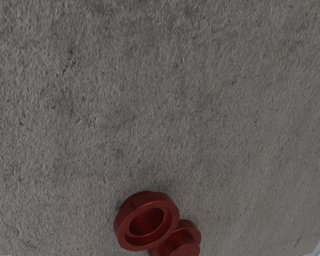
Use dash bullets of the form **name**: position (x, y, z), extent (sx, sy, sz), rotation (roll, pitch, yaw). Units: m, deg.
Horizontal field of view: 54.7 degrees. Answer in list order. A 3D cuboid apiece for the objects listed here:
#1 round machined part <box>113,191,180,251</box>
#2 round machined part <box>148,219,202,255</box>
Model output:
- **round machined part**: position (-0.023, 0.134, 0.466), extent (0.099, 0.042, 0.097), rotation (-14, 124, -21)
- **round machined part**: position (0.031, 0.212, 0.544), extent (0.099, 0.042, 0.097), rotation (-14, 124, -21)
